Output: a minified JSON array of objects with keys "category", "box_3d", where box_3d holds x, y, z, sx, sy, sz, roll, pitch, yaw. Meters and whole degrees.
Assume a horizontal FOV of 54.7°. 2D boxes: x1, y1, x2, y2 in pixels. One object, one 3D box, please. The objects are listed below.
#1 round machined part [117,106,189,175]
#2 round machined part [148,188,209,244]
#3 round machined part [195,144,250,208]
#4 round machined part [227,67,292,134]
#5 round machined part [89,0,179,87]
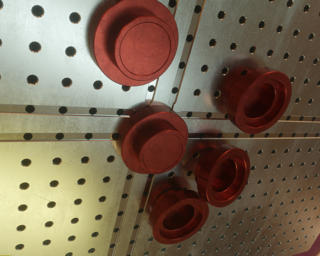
[{"category":"round machined part","box_3d":[-0.004,0.023,0.414,0.099,0.042,0.097,-14,125,-21]},{"category":"round machined part","box_3d":[0.026,0.137,0.500,0.099,0.042,0.097,-13,125,-19]},{"category":"round machined part","box_3d":[0.094,0.071,0.487,0.099,0.042,0.097,-14,113,-34]},{"category":"round machined part","box_3d":[0.139,-0.043,0.452,0.099,0.042,0.097,-14,125,-21]},{"category":"round machined part","box_3d":[-0.023,-0.090,0.334,0.099,0.042,0.097,-14,125,-21]}]
